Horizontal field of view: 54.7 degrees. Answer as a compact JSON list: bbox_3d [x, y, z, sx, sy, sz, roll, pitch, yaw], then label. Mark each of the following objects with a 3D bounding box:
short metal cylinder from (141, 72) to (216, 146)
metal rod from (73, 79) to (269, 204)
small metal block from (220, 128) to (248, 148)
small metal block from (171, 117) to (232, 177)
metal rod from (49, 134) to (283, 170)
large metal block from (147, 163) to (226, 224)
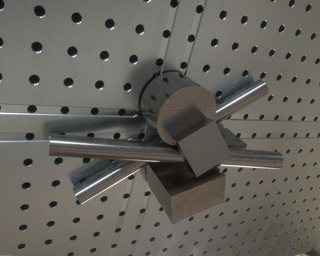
[{"bbox_3d":[0.022,-0.024,0.388,0.081,0.050,0.079,-14,123,-21],"label":"short metal cylinder"},{"bbox_3d":[0.021,0.014,0.428,0.301,0.025,0.025,-30,129,-9],"label":"metal rod"},{"bbox_3d":[0.089,0.023,0.454,0.050,0.050,0.025,0,118,-28],"label":"small metal block"},{"bbox_3d":[0.050,0.022,0.372,0.050,0.025,0.050,-31,106,-8],"label":"small metal block"},{"bbox_3d":[0.020,0.032,0.392,0.302,0.025,0.025,5,117,-16],"label":"metal rod"},{"bbox_3d":[0.034,0.074,0.435,0.081,0.080,0.050,-17,125,-19],"label":"large metal block"}]
